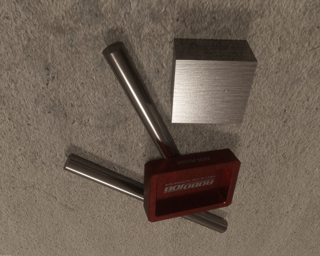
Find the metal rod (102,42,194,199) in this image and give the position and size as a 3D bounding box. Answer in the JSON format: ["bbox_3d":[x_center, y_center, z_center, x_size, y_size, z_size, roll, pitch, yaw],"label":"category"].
[{"bbox_3d":[0.006,0.019,0.423,0.025,0.025,0.299,-18,128,14],"label":"metal rod"}]

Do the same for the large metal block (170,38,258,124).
[{"bbox_3d":[0.055,-0.052,0.348,0.081,0.050,0.079,1,130,-2],"label":"large metal block"}]

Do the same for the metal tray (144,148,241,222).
[{"bbox_3d":[0.044,0.082,0.443,0.131,0.030,0.089,-7,124,-16],"label":"metal tray"}]

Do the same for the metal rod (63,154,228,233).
[{"bbox_3d":[-0.010,0.113,0.503,0.301,0.025,0.025,28,125,-22],"label":"metal rod"}]
